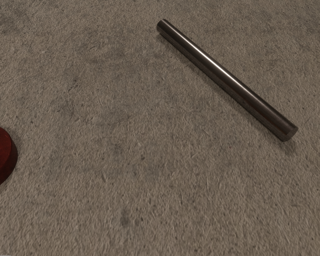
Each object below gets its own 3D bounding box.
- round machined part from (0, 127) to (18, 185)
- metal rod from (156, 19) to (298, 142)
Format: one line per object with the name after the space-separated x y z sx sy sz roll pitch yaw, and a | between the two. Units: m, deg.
-0.225 0.031 0.363 0.099 0.042 0.098 0 50 0 | round machined part
0.086 -0.088 0.478 0.025 0.025 0.300 -26 55 -21 | metal rod
